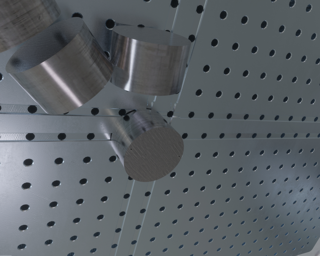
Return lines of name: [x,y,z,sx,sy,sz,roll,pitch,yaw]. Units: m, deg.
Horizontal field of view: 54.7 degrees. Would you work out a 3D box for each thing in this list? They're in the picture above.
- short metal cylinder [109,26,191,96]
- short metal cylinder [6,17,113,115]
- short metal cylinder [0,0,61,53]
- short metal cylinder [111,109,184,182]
short metal cylinder: [-0.012,-0.072,0.324,0.081,0.080,0.050,-3,120,-27]
short metal cylinder: [-0.092,-0.058,0.289,0.080,0.080,0.050,-36,129,-5]
short metal cylinder: [-0.128,-0.099,0.244,0.080,0.080,0.050,-31,129,-8]
short metal cylinder: [-0.017,0.022,0.400,0.081,0.050,0.079,-14,124,-21]
